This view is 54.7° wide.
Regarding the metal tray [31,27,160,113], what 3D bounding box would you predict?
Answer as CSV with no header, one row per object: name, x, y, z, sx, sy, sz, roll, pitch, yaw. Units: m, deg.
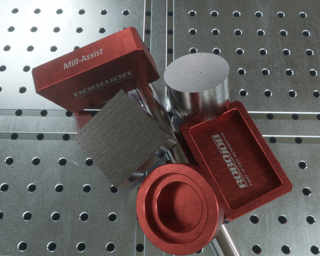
metal tray,-0.074,-0.066,0.382,0.130,0.090,0.030,-21,73,8

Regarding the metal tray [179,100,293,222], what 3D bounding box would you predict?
metal tray,0.091,0.040,0.391,0.091,0.030,0.130,-24,72,-9

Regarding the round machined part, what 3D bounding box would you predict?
round machined part,0.025,0.088,0.352,0.098,0.042,0.097,-3,84,28

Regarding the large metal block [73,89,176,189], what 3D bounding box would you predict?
large metal block,-0.040,0.014,0.370,0.080,0.050,0.080,-45,76,4

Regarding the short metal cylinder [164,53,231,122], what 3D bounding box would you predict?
short metal cylinder,0.049,-0.053,0.399,0.080,0.050,0.080,-7,46,8

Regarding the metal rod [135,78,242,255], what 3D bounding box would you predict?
metal rod,0.020,0.028,0.397,0.025,0.025,0.299,-24,72,-8
